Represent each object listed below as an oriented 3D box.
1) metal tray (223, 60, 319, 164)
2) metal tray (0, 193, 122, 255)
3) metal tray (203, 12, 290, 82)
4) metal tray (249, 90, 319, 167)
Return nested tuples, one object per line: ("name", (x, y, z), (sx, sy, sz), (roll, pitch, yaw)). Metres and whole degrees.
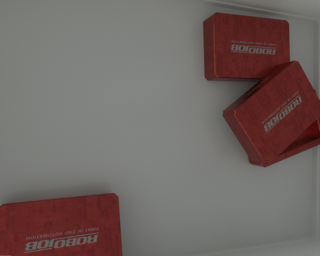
("metal tray", (0.162, -0.023, 0.437), (0.131, 0.030, 0.090), (-38, 103, -16))
("metal tray", (-0.113, 0.127, 0.358), (0.131, 0.030, 0.090), (-2, 79, -21))
("metal tray", (0.130, -0.115, 0.457), (0.131, 0.030, 0.089), (-2, 91, -21))
("metal tray", (0.191, -0.003, 0.480), (0.131, 0.030, 0.089), (-18, 96, -20))
